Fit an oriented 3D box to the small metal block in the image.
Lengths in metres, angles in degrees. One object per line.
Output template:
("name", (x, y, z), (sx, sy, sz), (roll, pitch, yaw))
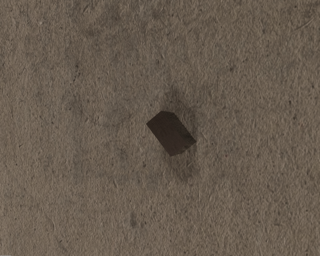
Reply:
("small metal block", (0.015, 0.007, 0.390), (0.025, 0.050, 0.050), (-40, 78, 15))
